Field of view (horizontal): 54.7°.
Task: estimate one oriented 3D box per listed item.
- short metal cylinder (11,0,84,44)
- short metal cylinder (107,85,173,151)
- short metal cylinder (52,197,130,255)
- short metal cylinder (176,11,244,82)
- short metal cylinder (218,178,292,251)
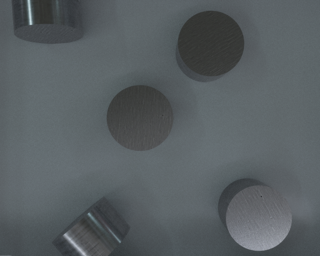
[{"bbox_3d":[-0.138,-0.140,0.382,0.081,0.080,0.050,-4,90,-1],"label":"short metal cylinder"},{"bbox_3d":[-0.024,-0.012,0.399,0.081,0.050,0.079,0,90,-1],"label":"short metal cylinder"},{"bbox_3d":[-0.084,0.131,0.383,0.080,0.080,0.050,-40,91,0],"label":"short metal cylinder"},{"bbox_3d":[0.062,-0.102,0.400,0.081,0.050,0.079,0,90,-1],"label":"short metal cylinder"},{"bbox_3d":[0.120,0.109,0.401,0.081,0.050,0.079,0,90,-1],"label":"short metal cylinder"}]
